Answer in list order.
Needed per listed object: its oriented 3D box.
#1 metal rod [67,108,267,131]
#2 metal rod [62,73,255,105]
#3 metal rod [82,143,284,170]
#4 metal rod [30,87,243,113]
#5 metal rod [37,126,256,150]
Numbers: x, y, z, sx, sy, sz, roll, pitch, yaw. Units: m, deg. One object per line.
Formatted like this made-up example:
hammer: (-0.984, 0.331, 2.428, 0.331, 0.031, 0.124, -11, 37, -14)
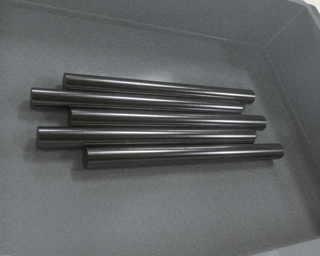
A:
metal rod: (0.029, -0.009, 0.427, 0.303, 0.025, 0.025, 1, 62, -28)
metal rod: (0.017, -0.053, 0.447, 0.303, 0.025, 0.025, 1, 62, -28)
metal rod: (0.051, 0.035, 0.412, 0.303, 0.025, 0.025, 1, 62, -28)
metal rod: (-0.011, -0.032, 0.419, 0.303, 0.025, 0.025, 1, 62, -28)
metal rod: (0.004, 0.012, 0.400, 0.303, 0.025, 0.025, 1, 62, -28)
